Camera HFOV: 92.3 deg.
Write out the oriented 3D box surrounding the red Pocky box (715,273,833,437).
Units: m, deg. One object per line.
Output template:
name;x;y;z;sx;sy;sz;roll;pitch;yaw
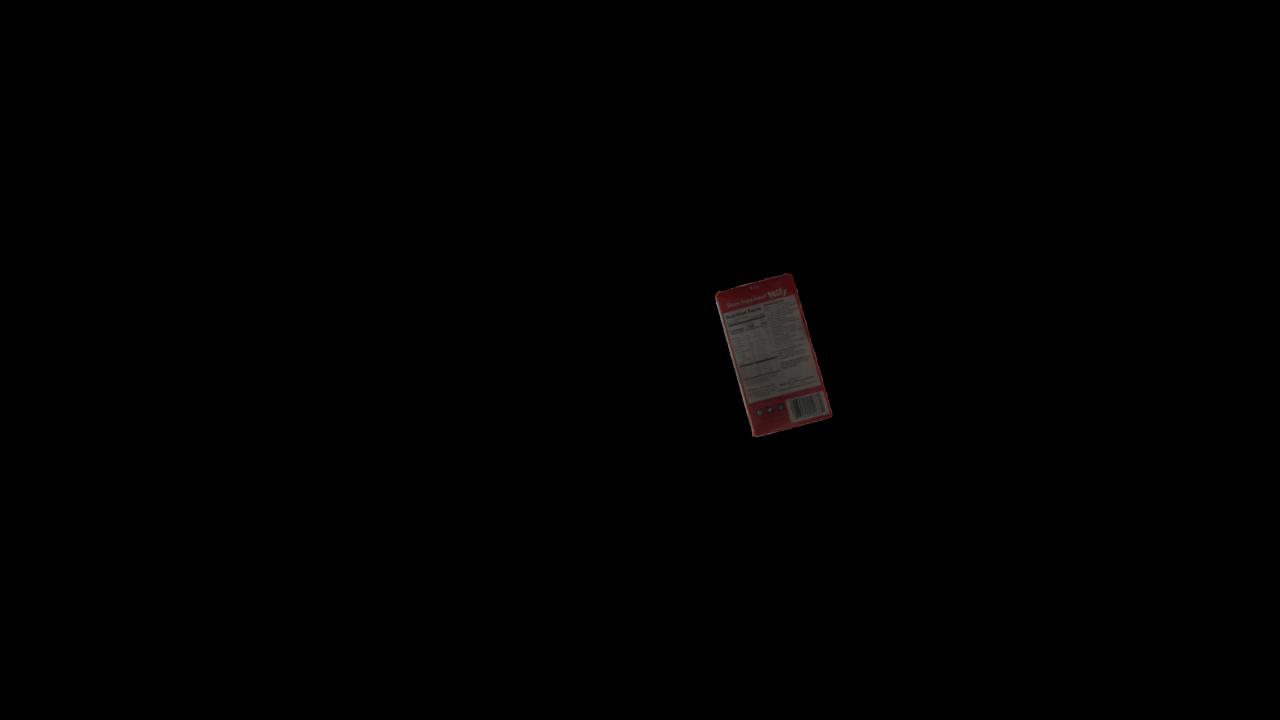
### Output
red Pocky box;0.137;-0.005;0.637;0.083;0.155;0.028;-15;-5;5
